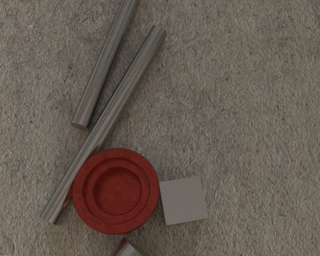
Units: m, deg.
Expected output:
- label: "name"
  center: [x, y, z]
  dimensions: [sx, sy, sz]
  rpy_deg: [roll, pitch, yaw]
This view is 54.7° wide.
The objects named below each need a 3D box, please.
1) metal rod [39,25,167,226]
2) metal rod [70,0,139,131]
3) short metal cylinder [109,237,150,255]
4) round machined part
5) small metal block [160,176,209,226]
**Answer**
- label: "metal rod"
  center: [-0.066, -0.017, 0.413]
  dimensions: [0.025, 0.025, 0.300]
  rpy_deg: [25, 72, 8]
- label: "metal rod"
  center: [-0.064, -0.136, 0.457]
  dimensions: [0.025, 0.025, 0.299]
  rpy_deg: [15, 70, 5]
- label: "short metal cylinder"
  center: [-0.023, 0.159, 0.320]
  dimensions: [0.080, 0.080, 0.050]
  rpy_deg: [36, 74, 12]
- label: "round machined part"
  center: [-0.050, 0.077, 0.371]
  dimensions: [0.099, 0.042, 0.098]
  rpy_deg: [0, 70, 0]
- label: "small metal block"
  center: [0.027, 0.088, 0.374]
  dimensions: [0.050, 0.025, 0.050]
  rpy_deg: [-7, 70, -8]
